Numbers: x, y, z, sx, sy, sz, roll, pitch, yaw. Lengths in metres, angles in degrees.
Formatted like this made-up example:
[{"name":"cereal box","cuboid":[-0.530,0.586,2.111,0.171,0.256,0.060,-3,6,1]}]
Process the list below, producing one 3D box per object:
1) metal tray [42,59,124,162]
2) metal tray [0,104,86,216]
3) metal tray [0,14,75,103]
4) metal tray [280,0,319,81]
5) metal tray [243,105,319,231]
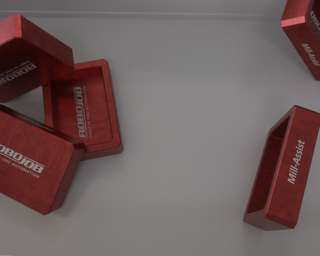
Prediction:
[{"name":"metal tray","cuboid":[-0.104,-0.023,0.414,0.091,0.030,0.130,-11,70,-4]},{"name":"metal tray","cuboid":[-0.167,0.035,0.374,0.130,0.030,0.090,24,95,9]},{"name":"metal tray","cuboid":[-0.184,-0.077,0.376,0.130,0.090,0.030,-19,70,20]},{"name":"metal tray","cuboid":[0.211,-0.134,0.409,0.030,0.130,0.090,4,67,48]},{"name":"metal tray","cuboid":[0.139,0.049,0.357,0.030,0.090,0.130,21,71,7]}]
